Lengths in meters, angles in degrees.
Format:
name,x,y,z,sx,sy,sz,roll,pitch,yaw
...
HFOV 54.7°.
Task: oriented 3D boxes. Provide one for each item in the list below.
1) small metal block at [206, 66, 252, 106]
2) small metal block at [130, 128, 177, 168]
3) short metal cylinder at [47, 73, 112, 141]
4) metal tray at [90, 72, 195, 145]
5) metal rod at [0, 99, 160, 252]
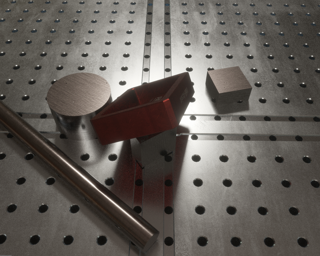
name,x,y,z,sx,sy,sz,roll,pitch,yaw
small metal block,0.101,-0.064,0.462,0.050,0.025,0.050,-10,51,-9
small metal block,-0.008,0.015,0.379,0.050,0.050,0.025,-27,55,-21
short metal cylinder,-0.103,-0.029,0.414,0.081,0.050,0.080,0,50,0
metal tray,-0.014,-0.028,0.370,0.090,0.030,0.130,-13,18,19
metal rod,-0.123,0.039,0.372,0.300,0.025,0.025,33,57,24
